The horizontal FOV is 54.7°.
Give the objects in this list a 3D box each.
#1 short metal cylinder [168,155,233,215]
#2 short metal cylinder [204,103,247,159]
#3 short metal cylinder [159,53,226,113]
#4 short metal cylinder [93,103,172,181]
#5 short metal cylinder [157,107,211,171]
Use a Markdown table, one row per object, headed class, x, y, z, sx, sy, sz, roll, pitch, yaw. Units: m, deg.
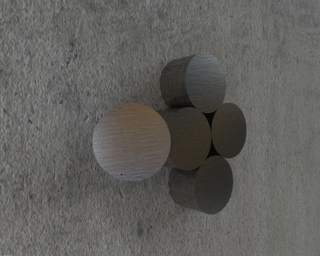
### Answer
| class | x | y | z | sx | sy | sz | roll | pitch | yaw |
| --- | --- | --- | --- | --- | --- | --- | --- | --- | --- |
| short metal cylinder | 0.058 | 0.077 | 0.439 | 0.081 | 0.050 | 0.080 | 0 | 90 | -40 |
| short metal cylinder | 0.084 | 0.004 | 0.460 | 0.081 | 0.050 | 0.080 | 0 | 90 | -40 |
| short metal cylinder | 0.046 | -0.060 | 0.428 | 0.081 | 0.050 | 0.080 | 0 | 90 | -40 |
| short metal cylinder | -0.027 | 0.015 | 0.340 | 0.080 | 0.050 | 0.080 | 0 | 89 | 4 |
| short metal cylinder | 0.022 | 0.013 | 0.408 | 0.081 | 0.050 | 0.080 | 0 | 90 | -40 |
